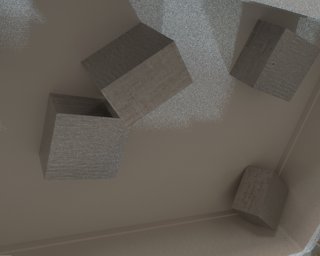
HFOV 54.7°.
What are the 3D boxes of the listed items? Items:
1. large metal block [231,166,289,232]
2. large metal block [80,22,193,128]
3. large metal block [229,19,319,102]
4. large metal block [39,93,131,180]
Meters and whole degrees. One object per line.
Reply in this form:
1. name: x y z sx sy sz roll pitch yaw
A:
1. large metal block: 0.178 0.124 0.546 0.080 0.050 0.080 42 65 -39
2. large metal block: -0.026 -0.058 0.322 0.080 0.080 0.050 -35 129 -5
3. large metal block: 0.156 -0.090 0.422 0.081 0.050 0.080 13 112 -34
4. large metal block: -0.086 0.011 0.352 0.081 0.050 0.079 4 116 -30
